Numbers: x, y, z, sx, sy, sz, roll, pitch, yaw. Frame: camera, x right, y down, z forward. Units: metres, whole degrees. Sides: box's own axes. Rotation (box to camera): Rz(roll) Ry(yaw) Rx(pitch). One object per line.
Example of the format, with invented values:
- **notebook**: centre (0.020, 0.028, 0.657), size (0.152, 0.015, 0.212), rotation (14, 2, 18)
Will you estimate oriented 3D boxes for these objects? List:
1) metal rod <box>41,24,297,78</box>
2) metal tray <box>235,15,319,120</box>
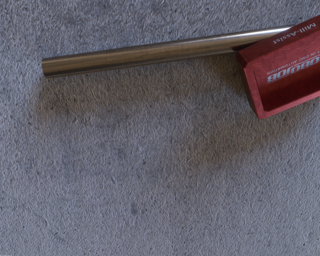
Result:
- **metal rod**: centre (0.009, -0.092, 0.375), size (0.302, 0.025, 0.025), rotation (-7, 110, 2)
- **metal tray**: centre (0.165, -0.073, 0.366), size (0.130, 0.030, 0.090), rotation (-23, 129, 8)
